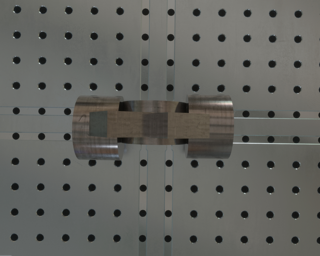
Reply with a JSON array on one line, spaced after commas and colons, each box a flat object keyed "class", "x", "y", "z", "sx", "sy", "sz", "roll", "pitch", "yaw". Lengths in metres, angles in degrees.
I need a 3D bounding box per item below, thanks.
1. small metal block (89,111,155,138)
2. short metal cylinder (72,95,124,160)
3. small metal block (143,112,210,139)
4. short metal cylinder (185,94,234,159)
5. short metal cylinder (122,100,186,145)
[{"class": "small metal block", "x": -0.040, "y": -0.004, "z": 0.319, "sx": 0.050, "sy": 0.050, "sz": 0.025, "roll": 1, "pitch": 90, "yaw": -32}, {"class": "short metal cylinder", "x": -0.073, "y": 0.000, "z": 0.385, "sx": 0.050, "sy": 0.080, "sz": 0.079, "roll": 1, "pitch": 90, "yaw": 0}, {"class": "small metal block", "x": 0.016, "y": -0.002, "z": 0.324, "sx": 0.050, "sy": 0.050, "sz": 0.025, "roll": 1, "pitch": 90, "yaw": -31}, {"class": "short metal cylinder", "x": 0.058, "y": -0.002, "z": 0.385, "sx": 0.050, "sy": 0.080, "sz": 0.079, "roll": 1, "pitch": 90, "yaw": 1}, {"class": "short metal cylinder", "x": -0.007, "y": -0.006, "z": 0.385, "sx": 0.081, "sy": 0.080, "sz": 0.050, "roll": 1, "pitch": 90, "yaw": 0}]
